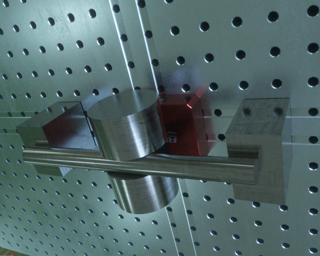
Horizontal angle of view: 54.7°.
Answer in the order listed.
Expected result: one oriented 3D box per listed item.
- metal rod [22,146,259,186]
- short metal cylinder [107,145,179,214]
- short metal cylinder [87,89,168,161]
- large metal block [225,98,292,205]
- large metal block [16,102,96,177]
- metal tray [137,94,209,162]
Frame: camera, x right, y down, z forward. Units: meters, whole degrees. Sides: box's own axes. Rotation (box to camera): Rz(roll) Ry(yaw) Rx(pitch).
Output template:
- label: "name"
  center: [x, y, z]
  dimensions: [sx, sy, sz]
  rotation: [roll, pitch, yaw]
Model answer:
- label: "metal rod"
  center: [-0.044, 0.039, 0.354]
  dimensions: [0.300, 0.025, 0.025]
  rotation: [1, 119, 27]
- label: "short metal cylinder"
  center: [-0.021, 0.060, 0.385]
  dimensions: [0.080, 0.080, 0.050]
  rotation: [1, 119, 28]
- label: "short metal cylinder"
  center: [-0.036, -0.006, 0.352]
  dimensions: [0.080, 0.080, 0.050]
  rotation: [1, 119, 28]
- label: "large metal block"
  center: [0.109, 0.022, 0.330]
  dimensions: [0.050, 0.080, 0.080]
  rotation: [1, 119, 28]
- label: "large metal block"
  center: [-0.151, 0.014, 0.463]
  dimensions: [0.050, 0.080, 0.080]
  rotation: [1, 119, 28]
- label: "metal tray"
  center: [-0.007, 0.004, 0.414]
  dimensions: [0.130, 0.030, 0.089]
  rotation: [1, 119, 27]
